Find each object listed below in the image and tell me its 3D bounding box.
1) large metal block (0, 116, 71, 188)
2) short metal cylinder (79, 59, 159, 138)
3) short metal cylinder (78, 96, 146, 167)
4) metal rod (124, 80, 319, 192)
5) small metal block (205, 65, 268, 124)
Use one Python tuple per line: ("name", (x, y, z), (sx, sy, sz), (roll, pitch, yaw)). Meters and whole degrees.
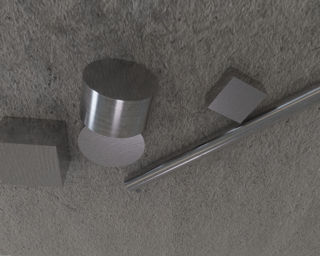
("large metal block", (-0.170, 0.033, 0.417), (0.081, 0.050, 0.079), (4, 130, -4))
("short metal cylinder", (-0.046, -0.034, 0.342), (0.081, 0.080, 0.050), (10, 129, -9))
("short metal cylinder", (-0.059, 0.004, 0.394), (0.081, 0.050, 0.079), (0, 130, 0))
("metal rod", (0.075, 0.020, 0.424), (0.300, 0.025, 0.025), (-29, 125, 22))
("small metal block", (0.091, -0.039, 0.375), (0.050, 0.025, 0.050), (24, 126, -19))
